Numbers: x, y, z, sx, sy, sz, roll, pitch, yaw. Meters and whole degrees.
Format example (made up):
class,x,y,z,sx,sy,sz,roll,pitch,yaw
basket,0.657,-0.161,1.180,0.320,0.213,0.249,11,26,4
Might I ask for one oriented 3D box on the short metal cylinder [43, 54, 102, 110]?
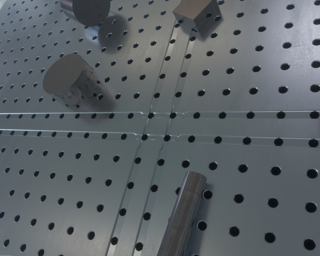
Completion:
class,x,y,z,sx,sy,sz,roll,pitch,yaw
short metal cylinder,-0.145,-0.076,0.515,0.080,0.050,0.080,-13,56,21

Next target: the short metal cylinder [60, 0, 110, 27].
class,x,y,z,sx,sy,sz,roll,pitch,yaw
short metal cylinder,-0.144,-0.242,0.598,0.050,0.080,0.080,34,81,38

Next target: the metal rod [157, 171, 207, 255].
class,x,y,z,sx,sy,sz,roll,pitch,yaw
metal rod,-0.011,0.177,0.283,0.025,0.025,0.300,5,57,30

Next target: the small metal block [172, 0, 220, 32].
class,x,y,z,sx,sy,sz,roll,pitch,yaw
small metal block,0.057,-0.188,0.493,0.050,0.025,0.050,-47,51,-5
